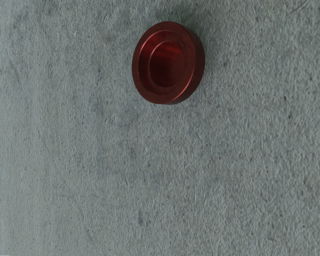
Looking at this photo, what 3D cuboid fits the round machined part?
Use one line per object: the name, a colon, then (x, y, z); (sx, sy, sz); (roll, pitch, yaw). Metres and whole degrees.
round machined part: (0.014, -0.077, 0.383); (0.098, 0.042, 0.097); (0, 90, 40)
